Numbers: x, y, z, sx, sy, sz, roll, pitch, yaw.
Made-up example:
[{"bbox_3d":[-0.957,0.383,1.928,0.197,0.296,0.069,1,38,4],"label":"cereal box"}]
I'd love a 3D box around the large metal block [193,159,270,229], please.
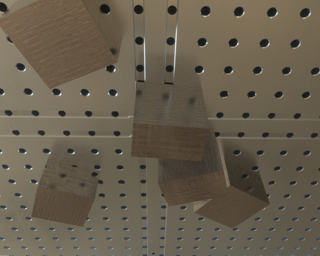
[{"bbox_3d":[0.108,0.106,0.487,0.080,0.050,0.080,28,125,-22],"label":"large metal block"}]

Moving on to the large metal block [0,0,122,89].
[{"bbox_3d":[-0.095,-0.097,0.311,0.080,0.050,0.080,-18,128,14],"label":"large metal block"}]

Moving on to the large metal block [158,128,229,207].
[{"bbox_3d":[0.043,0.052,0.421,0.080,0.080,0.050,-13,129,10],"label":"large metal block"}]

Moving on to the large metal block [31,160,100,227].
[{"bbox_3d":[-0.146,0.103,0.481,0.081,0.050,0.079,16,128,-14],"label":"large metal block"}]

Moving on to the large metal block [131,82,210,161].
[{"bbox_3d":[0.010,-0.009,0.368,0.081,0.080,0.050,4,130,-4],"label":"large metal block"}]
